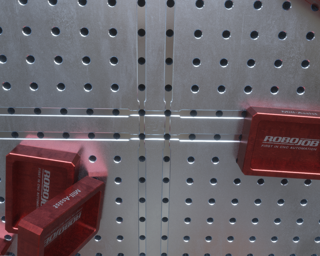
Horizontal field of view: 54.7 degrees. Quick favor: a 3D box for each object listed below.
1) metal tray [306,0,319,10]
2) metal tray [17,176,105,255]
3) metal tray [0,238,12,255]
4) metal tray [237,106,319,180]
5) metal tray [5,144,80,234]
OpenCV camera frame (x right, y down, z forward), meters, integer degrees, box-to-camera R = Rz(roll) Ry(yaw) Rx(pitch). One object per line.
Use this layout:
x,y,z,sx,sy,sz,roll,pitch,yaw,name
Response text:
0.204,-0.181,0.346,0.131,0.030,0.090,29,107,-11,metal tray
-0.123,0.129,0.402,0.030,0.131,0.089,18,111,18,metal tray
-0.310,0.204,0.482,0.131,0.030,0.089,17,109,-7,metal tray
0.179,0.022,0.421,0.131,0.030,0.089,4,110,-2,metal tray
-0.168,0.094,0.442,0.091,0.030,0.129,9,110,-4,metal tray
